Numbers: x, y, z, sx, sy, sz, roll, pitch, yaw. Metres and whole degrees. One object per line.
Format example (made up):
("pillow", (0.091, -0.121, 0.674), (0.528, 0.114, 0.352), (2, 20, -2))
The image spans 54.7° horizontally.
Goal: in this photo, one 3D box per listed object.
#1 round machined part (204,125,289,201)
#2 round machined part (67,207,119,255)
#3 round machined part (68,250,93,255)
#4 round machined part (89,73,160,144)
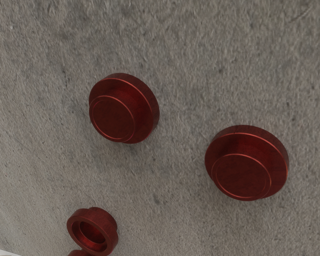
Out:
("round machined part", (0.101, 0.048, 0.372), (0.098, 0.042, 0.097), (13, 124, 20))
("round machined part", (-0.118, 0.185, 0.570), (0.098, 0.042, 0.097), (13, 124, 20))
("round machined part", (-0.150, 0.291, 0.652), (0.098, 0.042, 0.097), (13, 124, 20))
("round machined part", (-0.054, -0.020, 0.410), (0.098, 0.042, 0.097), (13, 124, 20))
